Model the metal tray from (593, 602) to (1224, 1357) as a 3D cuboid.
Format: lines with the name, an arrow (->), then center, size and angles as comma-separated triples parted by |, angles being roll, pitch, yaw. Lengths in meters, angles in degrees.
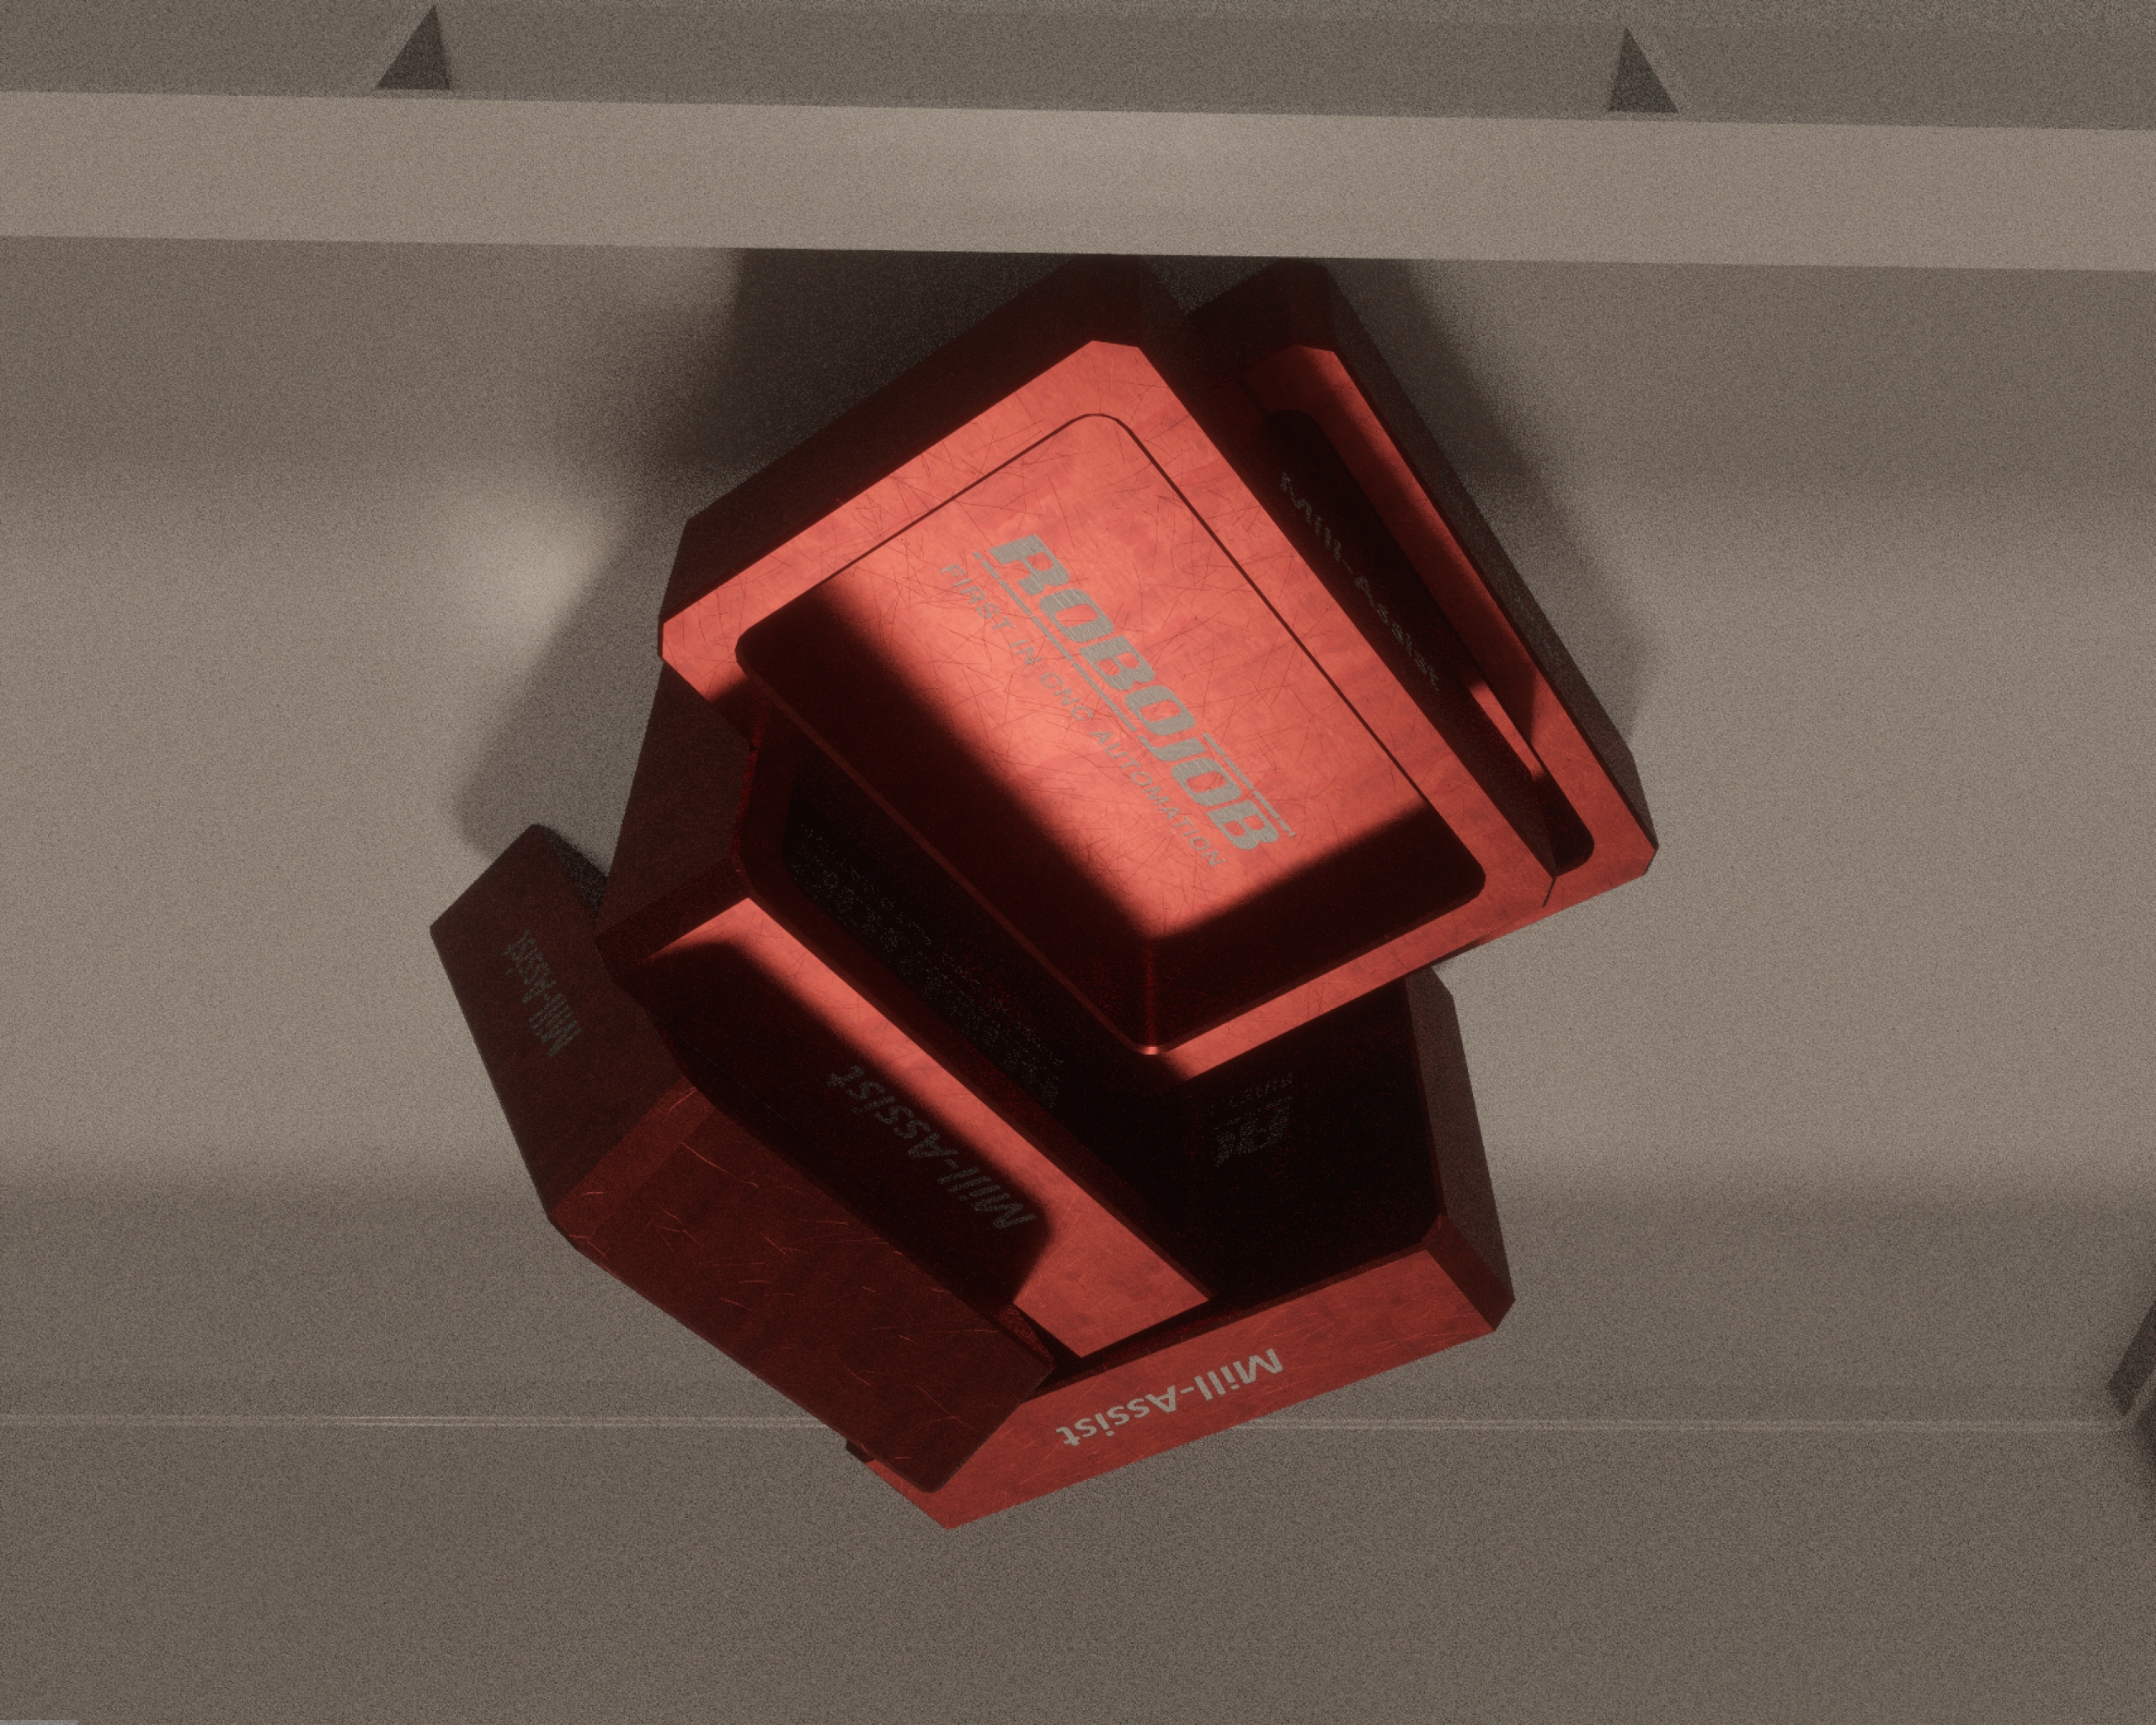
metal tray -> -0.024, 0.019, 0.379 | 0.030, 0.090, 0.130 | -30, 124, 22

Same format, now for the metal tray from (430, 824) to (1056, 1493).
metal tray -> -0.065, 0.049, 0.381 | 0.030, 0.130, 0.090 | -47, 121, -3

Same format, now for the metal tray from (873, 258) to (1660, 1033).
metal tray -> 0.036, -0.032, 0.379 | 0.090, 0.030, 0.130 | -26, 125, 22

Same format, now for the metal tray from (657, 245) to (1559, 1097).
metal tray -> 0.008, -0.024, 0.344 | 0.090, 0.030, 0.130 | -29, 124, 22

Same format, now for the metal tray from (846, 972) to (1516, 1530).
metal tray -> 0.017, 0.072, 0.426 | 0.130, 0.090, 0.030 | -26, 126, 20
